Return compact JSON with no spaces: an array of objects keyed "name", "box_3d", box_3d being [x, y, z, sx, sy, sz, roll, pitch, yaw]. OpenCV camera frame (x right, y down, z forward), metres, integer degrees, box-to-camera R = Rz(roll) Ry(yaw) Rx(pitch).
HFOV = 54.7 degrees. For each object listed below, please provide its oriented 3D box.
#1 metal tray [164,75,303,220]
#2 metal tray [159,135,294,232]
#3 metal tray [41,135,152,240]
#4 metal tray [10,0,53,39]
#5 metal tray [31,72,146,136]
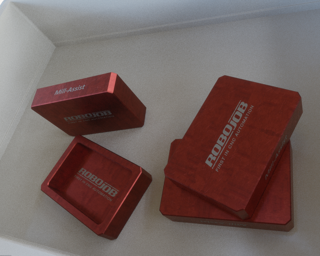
[{"name":"metal tray","box_3d":[0.075,0.013,0.315,0.090,0.030,0.130,22,73,35]},{"name":"metal tray","box_3d":[0.070,0.056,0.331,0.130,0.030,0.090,-3,60,26]},{"name":"metal tray","box_3d":[-0.085,0.071,0.401,0.130,0.030,0.090,22,73,35]},{"name":"metal tray","box_3d":[-0.278,-0.264,0.671,0.030,0.090,0.130,-29,52,10]},{"name":"metal tray","box_3d":[-0.097,-0.028,0.429,0.130,0.090,0.030,-8,59,24]}]
